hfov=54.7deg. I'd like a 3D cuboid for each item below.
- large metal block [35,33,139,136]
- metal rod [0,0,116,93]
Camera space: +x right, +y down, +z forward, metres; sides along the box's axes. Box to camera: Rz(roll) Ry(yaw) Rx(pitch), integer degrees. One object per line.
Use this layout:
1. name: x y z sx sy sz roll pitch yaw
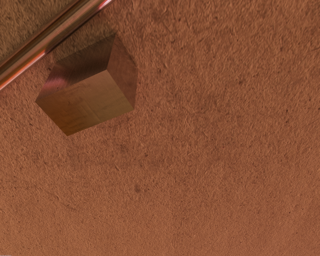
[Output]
1. large metal block: -0.072 -0.047 0.330 0.080 0.080 0.050 -20 127 16
2. metal rod: -0.103 -0.102 0.319 0.300 0.025 0.025 -29 125 22
